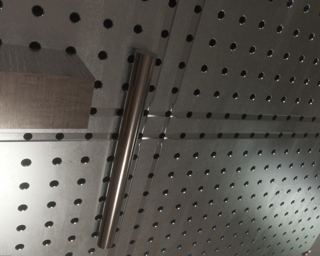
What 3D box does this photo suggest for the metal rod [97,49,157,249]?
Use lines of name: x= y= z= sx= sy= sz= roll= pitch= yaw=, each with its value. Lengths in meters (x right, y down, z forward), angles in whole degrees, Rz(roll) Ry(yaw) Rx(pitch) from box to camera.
metal rod: x=-0.050 y=0.045 z=0.413 sx=0.025 sy=0.025 sz=0.298 roll=0 pitch=118 yaw=-29

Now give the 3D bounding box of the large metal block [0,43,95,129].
large metal block: x=-0.114 y=-0.040 z=0.289 sx=0.081 sy=0.080 sz=0.050 roll=0 pitch=119 yaw=-29
